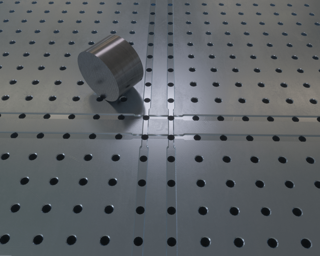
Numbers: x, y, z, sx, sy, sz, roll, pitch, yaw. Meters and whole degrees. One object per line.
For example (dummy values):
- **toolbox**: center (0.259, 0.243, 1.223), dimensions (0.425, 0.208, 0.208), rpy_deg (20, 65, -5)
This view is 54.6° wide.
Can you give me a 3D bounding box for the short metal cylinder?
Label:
- **short metal cylinder**: center (-0.071, -0.085, 0.443), dimensions (0.080, 0.080, 0.050), rpy_deg (32, 57, 24)
